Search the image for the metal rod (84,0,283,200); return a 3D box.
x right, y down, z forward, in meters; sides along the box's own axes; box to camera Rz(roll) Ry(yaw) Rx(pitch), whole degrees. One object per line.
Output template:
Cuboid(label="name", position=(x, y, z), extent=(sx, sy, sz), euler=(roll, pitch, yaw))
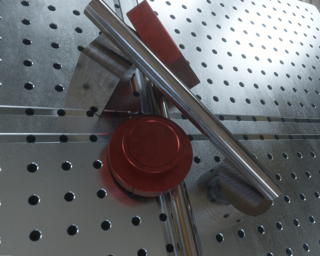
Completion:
Cuboid(label="metal rod", position=(0.032, -0.027, 0.353), extent=(0.300, 0.025, 0.025), euler=(45, 50, -8))

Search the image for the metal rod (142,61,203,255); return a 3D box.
Cuboid(label="metal rod", position=(0.006, 0.012, 0.406), extent=(0.025, 0.025, 0.299), euler=(2, 61, -28))

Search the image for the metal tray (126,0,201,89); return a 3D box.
Cuboid(label="metal tray", position=(0.010, -0.105, 0.426), extent=(0.090, 0.030, 0.130), euler=(60, 11, 15))

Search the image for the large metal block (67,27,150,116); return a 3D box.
Cuboid(label="large metal block", position=(-0.064, -0.075, 0.386), extent=(0.050, 0.080, 0.080), euler=(36, 51, -5))

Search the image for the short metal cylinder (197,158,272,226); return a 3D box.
Cuboid(label="short metal cylinder", position=(0.096, 0.079, 0.398), extent=(0.081, 0.050, 0.080), euler=(14, 56, -21))

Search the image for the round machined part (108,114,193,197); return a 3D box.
Cuboid(label="round machined part", position=(-0.010, 0.026, 0.357), extent=(0.099, 0.042, 0.098), euler=(4, 62, -7))
